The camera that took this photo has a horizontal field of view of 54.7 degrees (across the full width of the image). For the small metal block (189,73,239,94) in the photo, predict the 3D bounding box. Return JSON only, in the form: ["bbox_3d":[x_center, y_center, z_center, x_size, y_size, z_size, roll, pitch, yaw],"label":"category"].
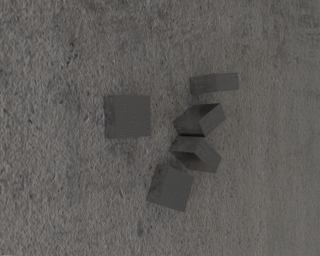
[{"bbox_3d":[0.079,-0.065,0.454,0.050,0.050,0.025,-10,96,-40],"label":"small metal block"}]

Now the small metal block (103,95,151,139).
[{"bbox_3d":[-0.039,-0.014,0.372,0.050,0.025,0.050,-3,92,-40],"label":"small metal block"}]

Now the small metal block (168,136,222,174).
[{"bbox_3d":[0.049,0.036,0.429,0.050,0.050,0.025,45,63,-31],"label":"small metal block"}]

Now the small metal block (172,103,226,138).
[{"bbox_3d":[0.055,-0.011,0.434,0.050,0.050,0.025,-38,113,-34],"label":"small metal block"}]

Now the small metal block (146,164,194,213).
[{"bbox_3d":[0.014,0.081,0.417,0.050,0.025,0.050,28,73,-37],"label":"small metal block"}]
